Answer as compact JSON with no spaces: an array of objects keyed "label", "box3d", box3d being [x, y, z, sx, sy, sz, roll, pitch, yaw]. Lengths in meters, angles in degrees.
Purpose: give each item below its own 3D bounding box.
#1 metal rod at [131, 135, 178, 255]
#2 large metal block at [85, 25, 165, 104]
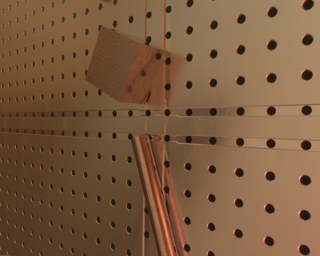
[{"label":"metal rod","box3d":[0.009,0.155,0.400,0.025,0.025,0.299,-23,76,37]},{"label":"large metal block","box3d":[-0.051,-0.087,0.433,0.080,0.050,0.079,34,111,34]}]
